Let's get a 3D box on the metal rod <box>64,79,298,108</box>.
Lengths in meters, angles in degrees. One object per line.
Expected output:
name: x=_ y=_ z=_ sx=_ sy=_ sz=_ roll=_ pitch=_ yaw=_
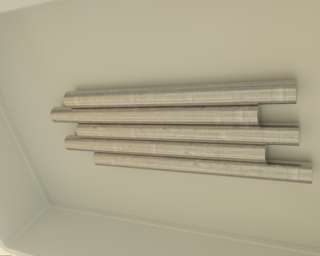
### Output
metal rod: x=0.004 y=-0.039 z=0.380 sx=0.301 sy=0.025 sz=0.025 roll=1 pitch=119 yaw=27

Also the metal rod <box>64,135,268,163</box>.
metal rod: x=-0.010 y=0.026 z=0.427 sx=0.301 sy=0.025 sz=0.025 roll=1 pitch=119 yaw=27

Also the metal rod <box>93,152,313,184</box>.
metal rod: x=0.037 y=0.048 z=0.416 sx=0.301 sy=0.025 sz=0.025 roll=1 pitch=119 yaw=27

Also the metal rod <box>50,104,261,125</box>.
metal rod: x=-0.025 y=-0.018 z=0.407 sx=0.301 sy=0.025 sz=0.025 roll=1 pitch=119 yaw=27

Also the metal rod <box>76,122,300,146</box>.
metal rod: x=0.016 y=0.004 z=0.400 sx=0.301 sy=0.025 sz=0.025 roll=1 pitch=119 yaw=27
